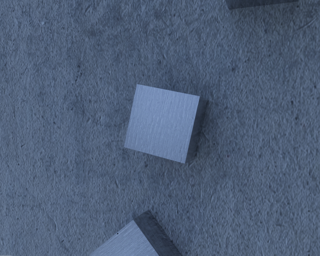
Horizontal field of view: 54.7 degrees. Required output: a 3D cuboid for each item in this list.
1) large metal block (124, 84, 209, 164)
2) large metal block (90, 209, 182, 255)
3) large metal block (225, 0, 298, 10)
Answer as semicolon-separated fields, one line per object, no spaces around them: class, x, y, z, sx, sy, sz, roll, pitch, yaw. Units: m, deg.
large metal block;0.009;-0.006;0.392;0.080;0.050;0.080;14;95;19
large metal block;-0.029;0.169;0.406;0.080;0.050;0.080;-42;77;15
large metal block;0.111;-0.174;0.340;0.080;0.080;0.050;1;90;20
